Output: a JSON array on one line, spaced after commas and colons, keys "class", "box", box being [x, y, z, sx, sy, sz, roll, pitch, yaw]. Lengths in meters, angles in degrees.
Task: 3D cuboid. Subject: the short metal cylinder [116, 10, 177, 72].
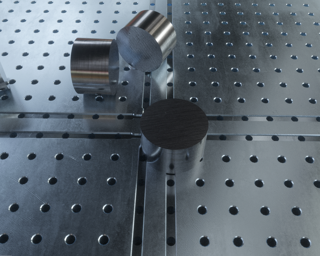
[{"class": "short metal cylinder", "box": [-0.021, -0.135, 0.485, 0.080, 0.080, 0.050, 21, 53, 16]}]

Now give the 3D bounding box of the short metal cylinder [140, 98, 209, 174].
[{"class": "short metal cylinder", "box": [0.017, 0.009, 0.384, 0.081, 0.050, 0.080, 0, 50, 0]}]

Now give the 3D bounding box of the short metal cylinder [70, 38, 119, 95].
[{"class": "short metal cylinder", "box": [-0.091, -0.088, 0.445, 0.050, 0.080, 0.080, 3, 50, 2]}]

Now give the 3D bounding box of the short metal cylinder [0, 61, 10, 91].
[{"class": "short metal cylinder", "box": [-0.258, -0.086, 0.442, 0.050, 0.080, 0.080, -22, 54, -17]}]
